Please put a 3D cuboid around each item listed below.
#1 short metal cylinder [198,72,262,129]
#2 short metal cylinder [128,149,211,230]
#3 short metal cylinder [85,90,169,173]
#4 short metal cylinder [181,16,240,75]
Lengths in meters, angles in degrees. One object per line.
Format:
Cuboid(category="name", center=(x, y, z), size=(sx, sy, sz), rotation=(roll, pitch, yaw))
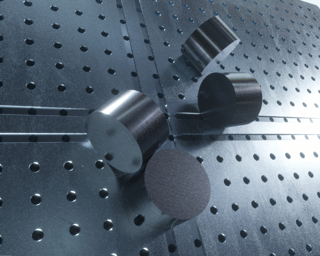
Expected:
Cuboid(category="short metal cylinder", center=(0.100, -0.041, 0.452), size=(0.050, 0.080, 0.080), rotation=(-7, 66, -31))
Cuboid(category="short metal cylinder", center=(0.010, 0.070, 0.354), size=(0.081, 0.050, 0.080), rotation=(14, 56, -21))
Cuboid(category="short metal cylinder", center=(-0.037, 0.004, 0.351), size=(0.080, 0.080, 0.050), rotation=(45, 51, 2))
Cuboid(category="short metal cylinder", center=(0.080, -0.131, 0.496), size=(0.050, 0.080, 0.081), rotation=(50, 51, 6))
